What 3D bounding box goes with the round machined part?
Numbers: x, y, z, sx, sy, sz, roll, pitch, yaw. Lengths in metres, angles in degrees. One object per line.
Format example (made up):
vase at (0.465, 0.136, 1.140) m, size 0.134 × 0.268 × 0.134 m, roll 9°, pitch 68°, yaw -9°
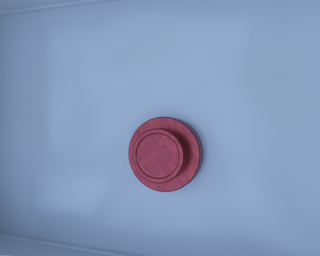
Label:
round machined part at (0.003, 0.034, 0.400) m, size 0.098 × 0.042 × 0.097 m, roll 0°, pitch 90°, yaw 19°
